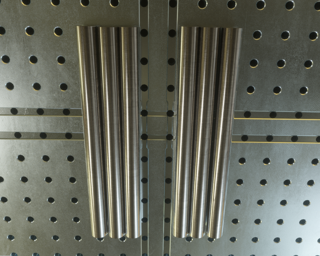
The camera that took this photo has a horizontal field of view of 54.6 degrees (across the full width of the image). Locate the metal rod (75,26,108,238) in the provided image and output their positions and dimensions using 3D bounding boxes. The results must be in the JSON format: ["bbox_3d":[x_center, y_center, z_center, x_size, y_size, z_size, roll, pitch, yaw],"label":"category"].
[{"bbox_3d":[-0.089,0.019,0.419,0.025,0.025,0.298,1,110,0],"label":"metal rod"}]

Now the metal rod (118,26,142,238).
[{"bbox_3d":[-0.039,0.020,0.420,0.025,0.025,0.298,1,110,0],"label":"metal rod"}]

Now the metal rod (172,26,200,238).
[{"bbox_3d":[0.033,0.019,0.420,0.025,0.025,0.298,1,110,0],"label":"metal rod"}]

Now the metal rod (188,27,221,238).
[{"bbox_3d":[0.058,0.020,0.420,0.025,0.025,0.298,1,110,0],"label":"metal rod"}]

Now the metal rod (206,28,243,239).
[{"bbox_3d":[0.084,0.020,0.421,0.025,0.025,0.298,1,110,0],"label":"metal rod"}]

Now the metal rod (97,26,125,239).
[{"bbox_3d":[-0.064,0.020,0.419,0.025,0.025,0.298,1,110,0],"label":"metal rod"}]
